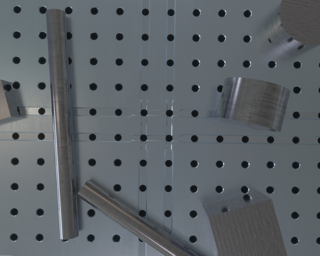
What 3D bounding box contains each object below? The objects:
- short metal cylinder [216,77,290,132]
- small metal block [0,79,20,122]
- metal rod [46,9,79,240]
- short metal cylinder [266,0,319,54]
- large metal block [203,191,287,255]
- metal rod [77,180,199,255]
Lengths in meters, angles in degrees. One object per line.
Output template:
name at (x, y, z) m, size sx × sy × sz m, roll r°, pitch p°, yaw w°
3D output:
short metal cylinder at (0.115, -0.028, 0.387) m, size 0.080 × 0.080 × 0.050 m, roll 13°, pitch 90°, yaw 0°
small metal block at (-0.223, -0.032, 0.411) m, size 0.050 × 0.025 × 0.050 m, roll -15°, pitch 90°, yaw 0°
metal rod at (-0.130, -0.005, 0.412) m, size 0.025 × 0.025 × 0.298 m, roll -3°, pitch 90°, yaw 0°
short metal cylinder at (0.186, -0.141, 0.402) m, size 0.081 × 0.050 × 0.079 m, roll 0°, pitch 90°, yaw 0°
large metal block at (0.108, 0.135, 0.402) m, size 0.080 × 0.050 × 0.080 m, roll -15°, pitch 90°, yaw 0°
metal rod at (0.021, 0.165, 0.413) m, size 0.301 × 0.025 × 0.025 m, roll 35°, pitch 90°, yaw 0°
